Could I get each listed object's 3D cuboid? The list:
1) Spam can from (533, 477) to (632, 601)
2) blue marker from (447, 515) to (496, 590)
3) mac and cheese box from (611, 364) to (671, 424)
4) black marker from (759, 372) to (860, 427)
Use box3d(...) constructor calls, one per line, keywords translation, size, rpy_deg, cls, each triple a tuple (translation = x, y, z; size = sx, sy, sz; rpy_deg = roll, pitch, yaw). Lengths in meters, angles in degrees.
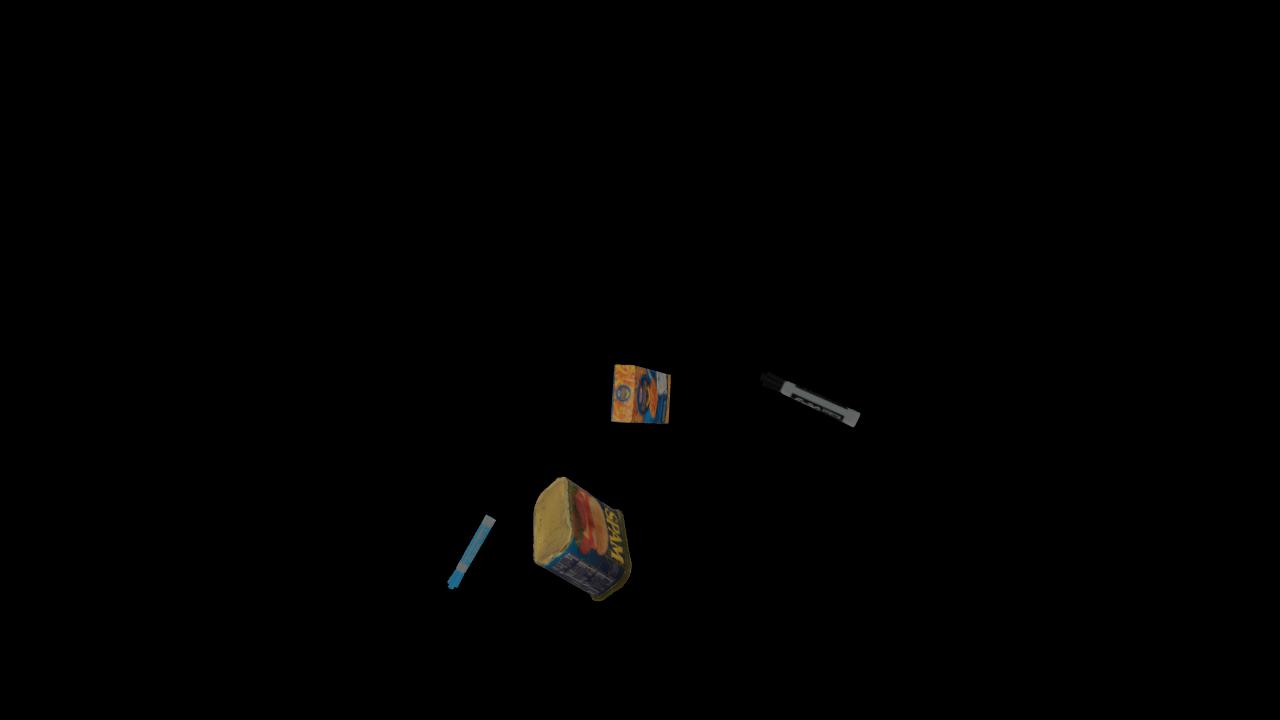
box3d(translation=(-0.062, 0.181, 0.630), size=(0.085, 0.058, 0.101), rpy_deg=(41, 17, -28), cls="Spam can")
box3d(translation=(-0.267, 0.304, 0.973), size=(0.020, 0.121, 0.020), rpy_deg=(26, -17, 9), cls="blue marker")
box3d(translation=(0.005, 0.061, 1.040), size=(0.041, 0.093, 0.184), rpy_deg=(3, -4, 21), cls="mac and cheese box")
box3d(translation=(0.199, 0.045, 0.727), size=(0.121, 0.020, 0.020), rpy_deg=(26, 7, 15), cls="black marker")
